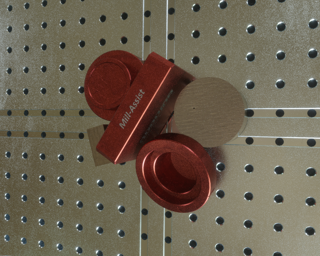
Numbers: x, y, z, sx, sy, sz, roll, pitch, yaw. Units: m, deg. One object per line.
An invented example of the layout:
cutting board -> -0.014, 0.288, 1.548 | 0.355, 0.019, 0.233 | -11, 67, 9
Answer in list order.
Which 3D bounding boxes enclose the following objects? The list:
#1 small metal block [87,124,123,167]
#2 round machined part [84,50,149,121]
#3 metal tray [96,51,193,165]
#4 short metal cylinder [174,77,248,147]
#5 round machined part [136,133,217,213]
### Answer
small metal block -> -0.069, 0.022, 0.419 | 0.025, 0.050, 0.050 | -16, 85, 19
round machined part -> -0.062, -0.058, 0.420 | 0.098, 0.042, 0.097 | 0, 90, 19
metal tray -> -0.015, -0.021, 0.379 | 0.030, 0.090, 0.129 | 35, 101, 16
short metal cylinder -> 0.063, -0.018, 0.373 | 0.080, 0.050, 0.079 | 0, 90, 20
round machined part -> 0.023, 0.050, 0.379 | 0.098, 0.042, 0.097 | 12, 117, 26
